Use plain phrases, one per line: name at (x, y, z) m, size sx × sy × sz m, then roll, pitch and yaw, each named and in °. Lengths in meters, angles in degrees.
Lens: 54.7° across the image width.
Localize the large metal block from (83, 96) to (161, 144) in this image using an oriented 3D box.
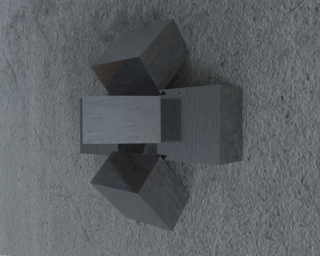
large metal block at (-0.043, -0.009, 0.362) m, size 0.080 × 0.081 × 0.050 m, roll 179°, pitch 90°, yaw -84°

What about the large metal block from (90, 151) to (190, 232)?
large metal block at (-0.023, 0.075, 0.380) m, size 0.080 × 0.080 × 0.050 m, roll 2°, pitch 48°, yaw 40°

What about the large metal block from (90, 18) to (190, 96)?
large metal block at (-0.023, -0.083, 0.380) m, size 0.080 × 0.080 × 0.050 m, roll 0°, pitch 134°, yaw 40°

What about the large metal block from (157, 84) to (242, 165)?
large metal block at (0.044, -0.004, 0.349) m, size 0.080 × 0.050 × 0.079 m, roll 0°, pitch 90°, yaw 39°

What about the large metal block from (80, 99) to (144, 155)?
large metal block at (-0.069, -0.003, 0.445) m, size 0.080 × 0.050 × 0.079 m, roll 0°, pitch 90°, yaw 39°
